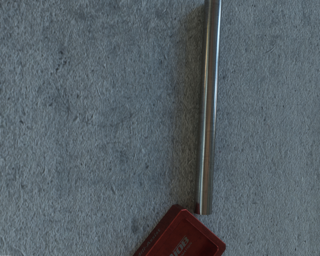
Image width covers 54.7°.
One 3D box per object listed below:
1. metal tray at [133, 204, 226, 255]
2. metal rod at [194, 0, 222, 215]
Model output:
[{"bbox_3d":[0.016,0.180,0.412,0.090,0.030,0.130,44,76,-15],"label":"metal tray"},{"bbox_3d":[0.067,-0.031,0.433,0.025,0.025,0.298,3,89,-20],"label":"metal rod"}]
